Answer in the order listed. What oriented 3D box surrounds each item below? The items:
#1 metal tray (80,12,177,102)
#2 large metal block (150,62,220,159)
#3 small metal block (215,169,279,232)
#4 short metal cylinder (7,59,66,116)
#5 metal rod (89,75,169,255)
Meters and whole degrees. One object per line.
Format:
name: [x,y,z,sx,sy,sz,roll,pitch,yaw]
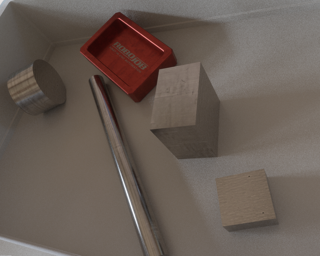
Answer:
metal tray: [-0.050,-0.111,0.475,0.090,0.030,0.130,-46,65,-4]
large metal block: [0.033,-0.017,0.362,0.050,0.080,0.080,-6,59,25]
small metal block: [0.087,0.074,0.314,0.050,0.025,0.050,-15,56,19]
short metal cylinder: [-0.202,-0.067,0.515,0.050,0.080,0.080,-23,53,14]
metal rod: [-0.053,0.030,0.413,0.025,0.025,0.300,-31,52,8]
